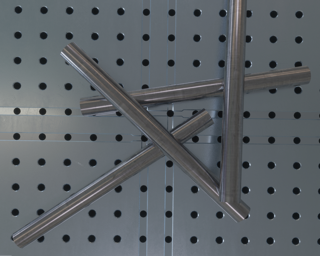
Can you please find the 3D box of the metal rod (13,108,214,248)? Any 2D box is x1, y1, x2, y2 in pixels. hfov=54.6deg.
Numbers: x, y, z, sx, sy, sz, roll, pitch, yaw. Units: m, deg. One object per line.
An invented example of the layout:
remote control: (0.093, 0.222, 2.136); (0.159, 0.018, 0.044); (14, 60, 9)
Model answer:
metal rod: (-0.061, 0.066, 0.413); (0.301, 0.025, 0.025); (-33, 90, 0)

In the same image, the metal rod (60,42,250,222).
metal rod: (-0.005, 0.005, 0.387); (0.300, 0.025, 0.025); (43, 90, 0)

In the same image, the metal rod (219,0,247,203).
metal rod: (0.093, -0.060, 0.388); (0.025, 0.025, 0.299); (5, 80, 0)

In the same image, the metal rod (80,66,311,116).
metal rod: (0.046, -0.049, 0.413); (0.302, 0.025, 0.025); (-8, 90, 0)
